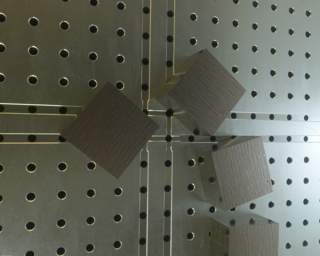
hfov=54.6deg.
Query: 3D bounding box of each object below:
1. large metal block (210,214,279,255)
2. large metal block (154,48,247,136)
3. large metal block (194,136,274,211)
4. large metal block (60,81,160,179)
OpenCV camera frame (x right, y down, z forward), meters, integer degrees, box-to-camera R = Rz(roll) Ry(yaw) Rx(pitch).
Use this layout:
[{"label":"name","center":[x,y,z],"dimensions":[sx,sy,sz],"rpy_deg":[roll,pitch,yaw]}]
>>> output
[{"label":"large metal block","center":[0.119,0.172,0.443],"dimensions":[0.081,0.050,0.080],"rpy_deg":[2,89,-20]},{"label":"large metal block","center":[0.054,-0.046,0.419],"dimensions":[0.080,0.050,0.080],"rpy_deg":[42,77,-15]},{"label":"large metal block","center":[0.103,0.060,0.437],"dimensions":[0.081,0.050,0.080],"rpy_deg":[-16,95,-19]},{"label":"large metal block","center":[-0.062,0.003,0.376],"dimensions":[0.080,0.050,0.080],"rpy_deg":[41,77,-15]}]
